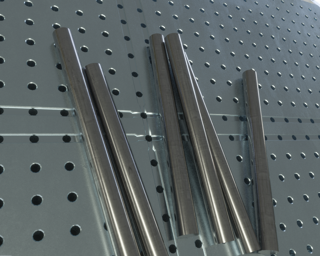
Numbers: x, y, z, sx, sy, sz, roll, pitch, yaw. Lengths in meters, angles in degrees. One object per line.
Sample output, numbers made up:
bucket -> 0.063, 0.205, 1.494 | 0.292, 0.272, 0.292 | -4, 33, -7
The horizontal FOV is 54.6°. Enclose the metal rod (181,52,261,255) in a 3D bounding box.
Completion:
metal rod -> 0.070, 0.018, 0.434 | 0.025, 0.025, 0.299 | -3, 63, -30

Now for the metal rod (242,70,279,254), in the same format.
metal rod -> 0.147, 0.030, 0.467 | 0.025, 0.025, 0.300 | 18, 55, -18

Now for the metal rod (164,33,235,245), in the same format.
metal rod -> 0.048, -0.001, 0.420 | 0.025, 0.025, 0.299 | 0, 66, -28

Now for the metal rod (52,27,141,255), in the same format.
metal rod -> -0.080, 0.005, 0.361 | 0.025, 0.025, 0.299 | -8, 66, -32

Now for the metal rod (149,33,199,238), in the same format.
metal rod -> 0.013, -0.009, 0.420 | 0.025, 0.025, 0.299 | 6, 59, -25

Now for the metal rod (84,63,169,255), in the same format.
metal rod -> -0.036, 0.053, 0.356 | 0.025, 0.025, 0.299 | -9, 66, -32
